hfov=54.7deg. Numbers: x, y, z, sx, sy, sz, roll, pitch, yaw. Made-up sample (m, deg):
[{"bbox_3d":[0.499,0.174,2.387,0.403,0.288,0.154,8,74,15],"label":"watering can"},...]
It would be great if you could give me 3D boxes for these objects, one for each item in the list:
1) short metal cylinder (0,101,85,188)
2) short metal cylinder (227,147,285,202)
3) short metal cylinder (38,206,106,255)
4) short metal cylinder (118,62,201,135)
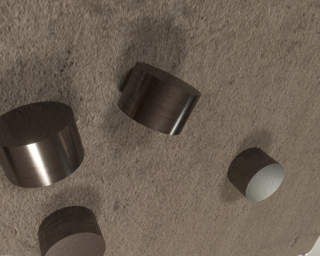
[{"bbox_3d":[-0.123,0.014,0.314,0.081,0.080,0.050,-18,126,-18],"label":"short metal cylinder"},{"bbox_3d":[0.165,0.080,0.533,0.081,0.050,0.079,-14,125,-21],"label":"short metal cylinder"},{"bbox_3d":[-0.120,0.154,0.421,0.081,0.050,0.079,-14,125,-21],"label":"short metal cylinder"},{"bbox_3d":[-0.001,-0.034,0.351,0.081,0.080,0.050,15,110,-35],"label":"short metal cylinder"}]
